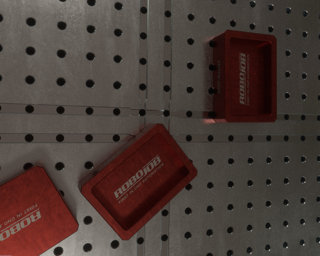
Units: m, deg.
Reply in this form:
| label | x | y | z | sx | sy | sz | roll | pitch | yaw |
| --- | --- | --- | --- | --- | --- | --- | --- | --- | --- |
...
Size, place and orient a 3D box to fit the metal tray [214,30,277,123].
| label | x | y | z | sx | sy | sz | roll | pitch | yaw |
| --- | --- | --- | --- | --- | --- | --- | --- | --- | --- |
| metal tray | 0.127 | -0.073 | 0.458 | 0.091 | 0.030 | 0.129 | 0 | 90 | -21 |

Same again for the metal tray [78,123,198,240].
| label | x | y | z | sx | sy | sz | roll | pitch | yaw |
| --- | --- | --- | --- | --- | --- | --- | --- | --- | --- |
| metal tray | -0.026 | 0.066 | 0.401 | 0.130 | 0.030 | 0.090 | -40 | 103 | -16 |

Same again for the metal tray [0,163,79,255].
| label | x | y | z | sx | sy | sz | roll | pitch | yaw |
| --- | --- | --- | --- | --- | --- | --- | --- | --- | --- |
| metal tray | -0.171 | 0.110 | 0.347 | 0.131 | 0.030 | 0.090 | -31 | 100 | -18 |
